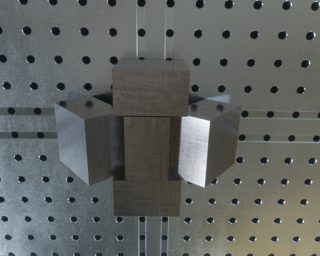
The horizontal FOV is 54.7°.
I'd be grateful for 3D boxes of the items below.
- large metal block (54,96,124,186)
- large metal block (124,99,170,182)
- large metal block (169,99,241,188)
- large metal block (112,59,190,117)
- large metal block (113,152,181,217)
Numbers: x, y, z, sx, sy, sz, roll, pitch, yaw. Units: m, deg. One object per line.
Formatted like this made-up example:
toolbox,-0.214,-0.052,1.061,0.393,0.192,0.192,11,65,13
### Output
large metal block,-0.086,0.012,0.380,0.050,0.080,0.079,-16,116,-37
large metal block,-0.015,0.011,0.387,0.050,0.080,0.079,1,110,-1
large metal block,0.056,0.014,0.381,0.050,0.081,0.079,15,114,34
large metal block,-0.010,-0.050,0.364,0.081,0.080,0.050,1,110,-1
large metal block,-0.016,0.071,0.409,0.081,0.080,0.050,1,110,-1
